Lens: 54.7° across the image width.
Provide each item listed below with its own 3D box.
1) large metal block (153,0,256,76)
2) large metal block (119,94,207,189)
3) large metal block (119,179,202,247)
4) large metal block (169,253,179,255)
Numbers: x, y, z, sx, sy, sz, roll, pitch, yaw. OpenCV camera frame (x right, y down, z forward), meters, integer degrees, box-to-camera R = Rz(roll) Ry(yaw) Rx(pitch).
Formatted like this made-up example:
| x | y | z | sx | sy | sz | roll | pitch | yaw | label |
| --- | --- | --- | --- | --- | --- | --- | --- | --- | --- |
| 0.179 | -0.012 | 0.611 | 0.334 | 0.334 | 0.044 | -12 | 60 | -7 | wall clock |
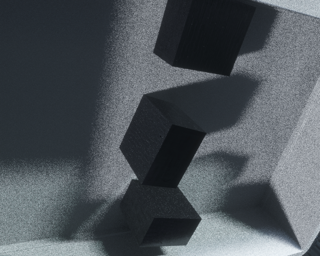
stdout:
| x | y | z | sx | sy | sz | roll | pitch | yaw | label |
| --- | --- | --- | --- | --- | --- | --- | --- | --- | --- |
| 0.048 | -0.110 | 0.351 | 0.081 | 0.050 | 0.079 | 3 | 117 | -30 | large metal block |
| 0.000 | 0.016 | 0.382 | 0.050 | 0.080 | 0.080 | 14 | 111 | -34 | large metal block |
| -0.001 | 0.122 | 0.447 | 0.081 | 0.080 | 0.050 | 13 | 112 | -34 | large metal block |
| 0.031 | 0.297 | 0.595 | 0.080 | 0.050 | 0.080 | -47 | 129 | 5 | large metal block |
